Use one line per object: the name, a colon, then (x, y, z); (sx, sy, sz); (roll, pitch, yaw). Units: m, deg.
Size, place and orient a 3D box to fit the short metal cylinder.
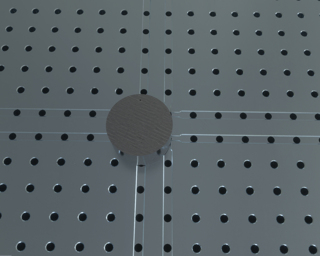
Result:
short metal cylinder: (-0.025, 0.003, 0.397); (0.081, 0.050, 0.080); (0, 70, 0)
